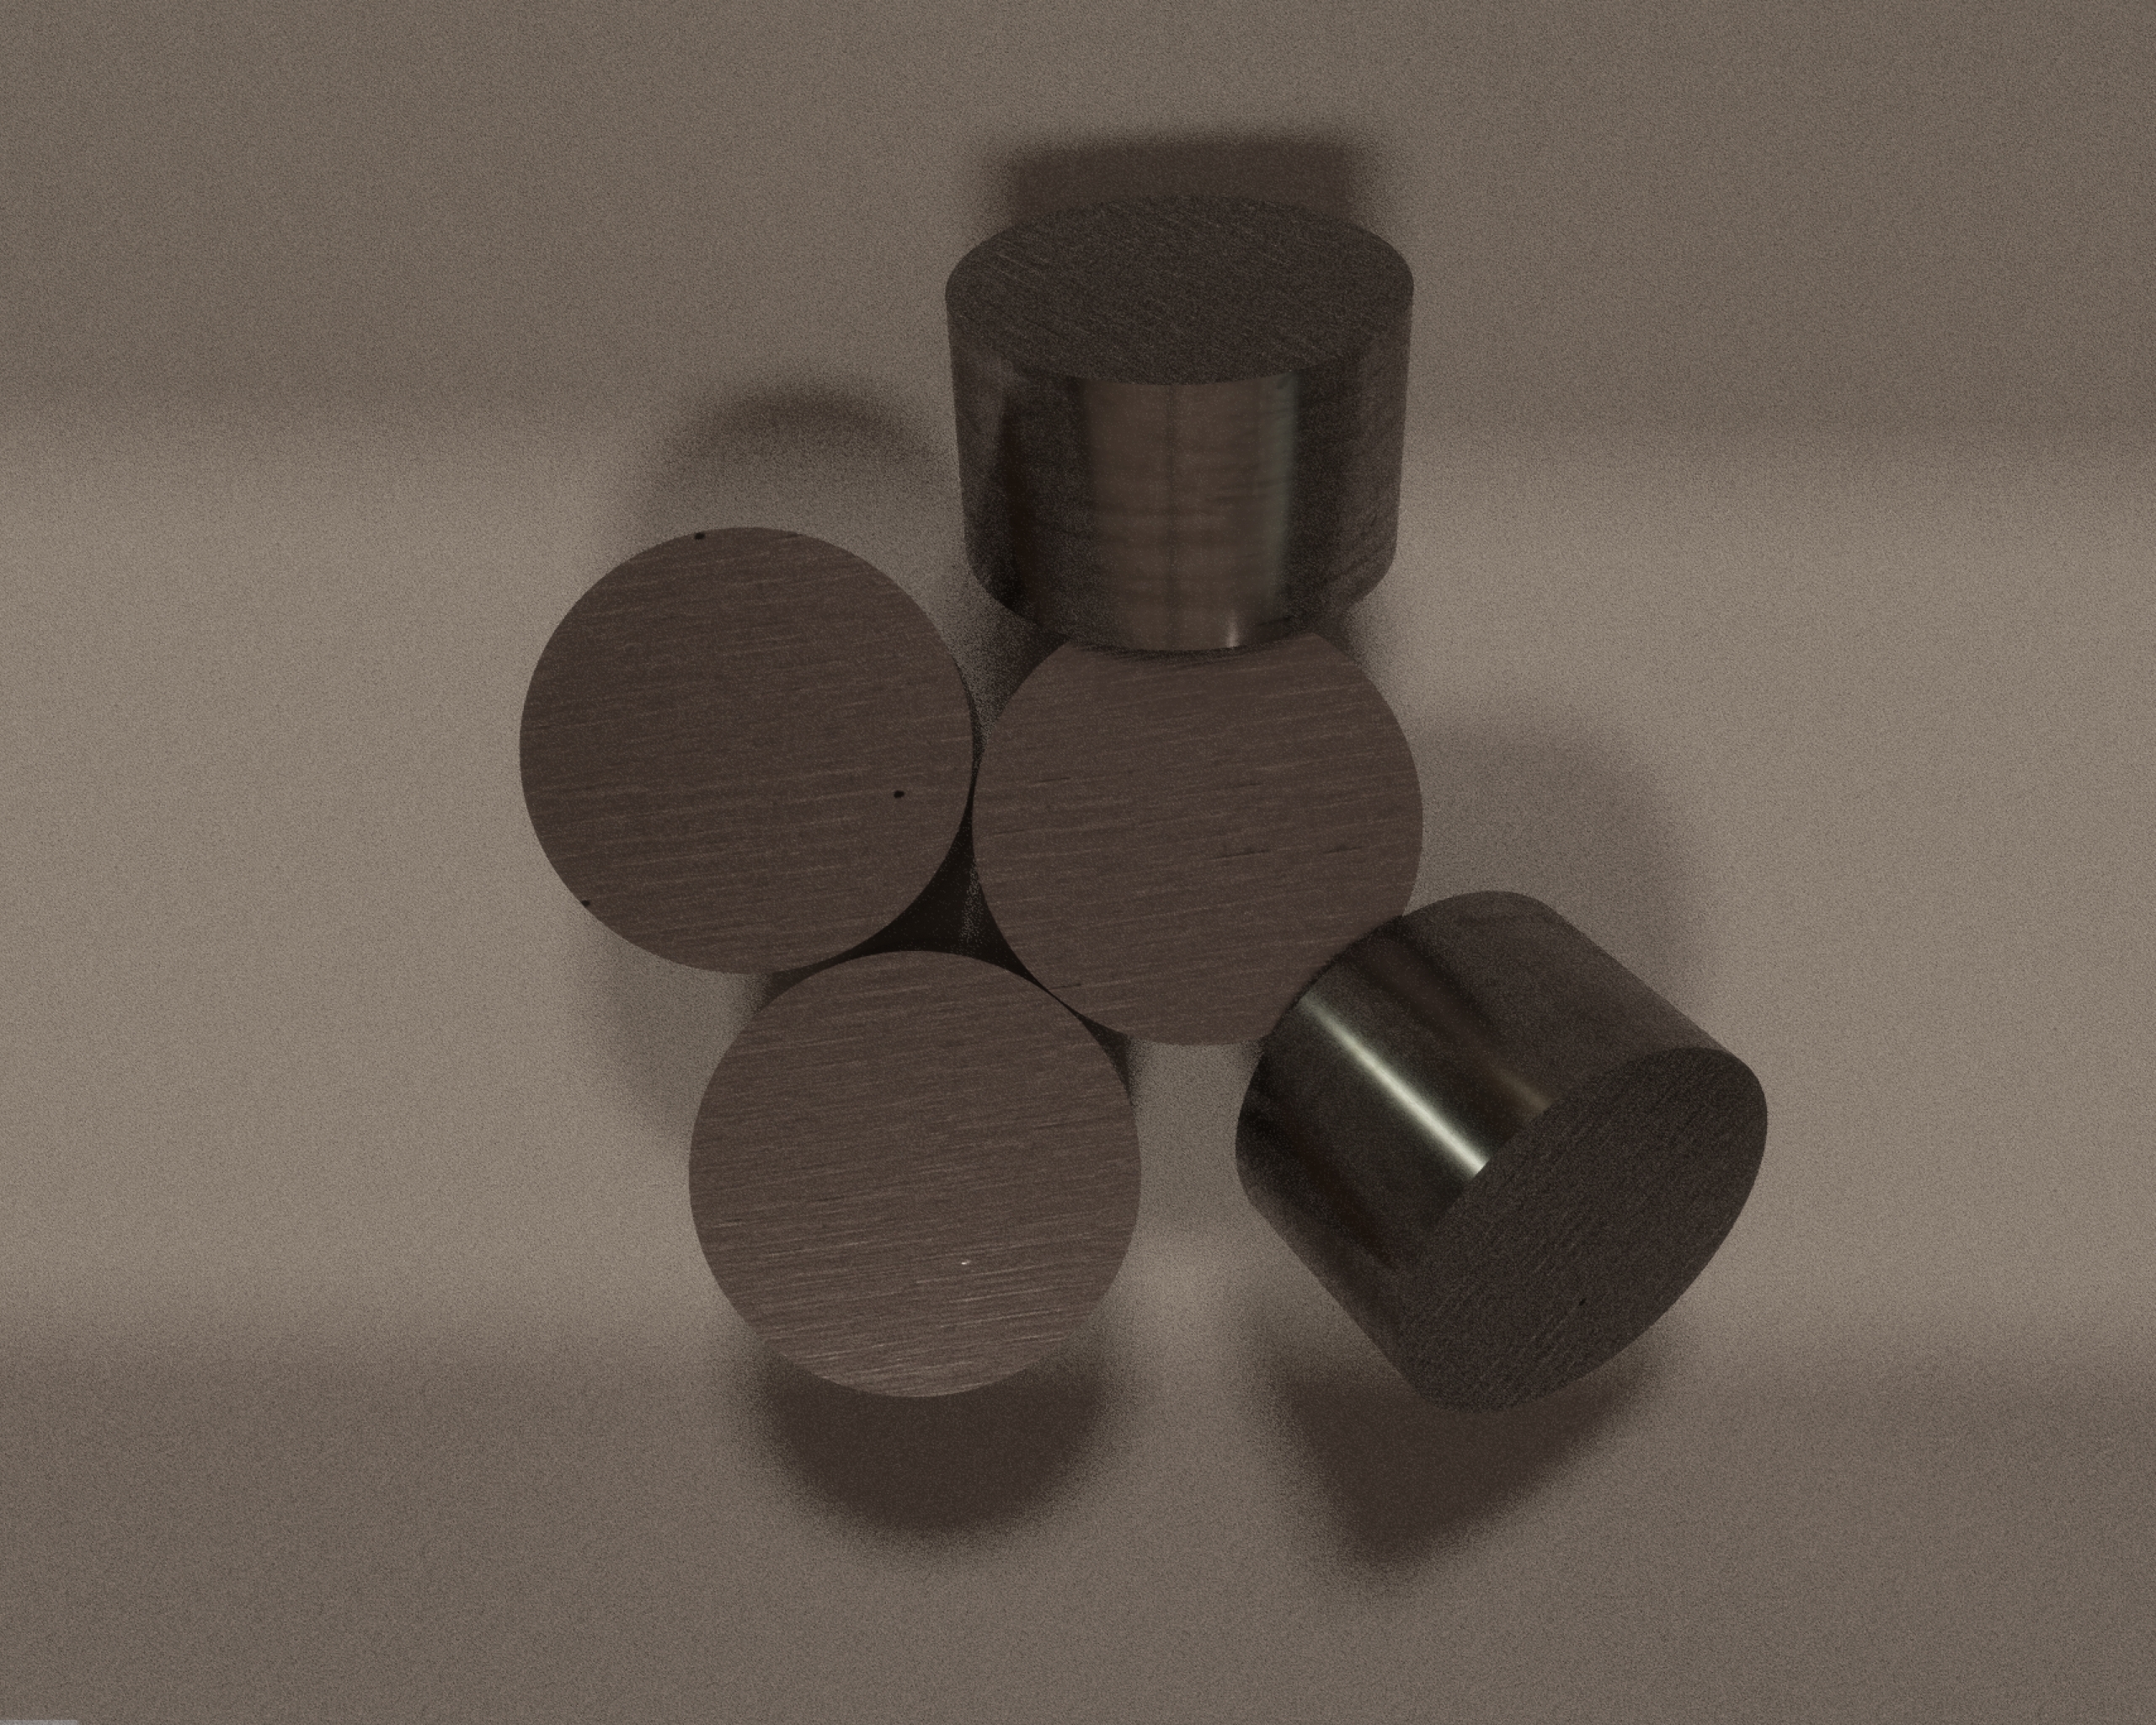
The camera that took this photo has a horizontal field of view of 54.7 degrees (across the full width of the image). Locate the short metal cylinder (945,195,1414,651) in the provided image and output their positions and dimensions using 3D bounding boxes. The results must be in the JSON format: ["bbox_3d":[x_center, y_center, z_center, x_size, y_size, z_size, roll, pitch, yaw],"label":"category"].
[{"bbox_3d":[0.018,-0.081,0.375,0.081,0.080,0.050,-3,129,-1],"label":"short metal cylinder"}]

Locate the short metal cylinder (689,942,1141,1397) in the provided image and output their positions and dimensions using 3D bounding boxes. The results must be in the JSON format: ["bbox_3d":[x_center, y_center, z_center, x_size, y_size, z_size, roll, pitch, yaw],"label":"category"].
[{"bbox_3d":[-0.029,0.055,0.397,0.081,0.050,0.079,0,90,-1],"label":"short metal cylinder"}]

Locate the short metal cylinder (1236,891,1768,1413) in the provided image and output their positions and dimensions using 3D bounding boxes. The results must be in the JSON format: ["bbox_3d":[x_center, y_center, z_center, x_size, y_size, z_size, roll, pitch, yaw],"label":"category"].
[{"bbox_3d":[0.076,0.052,0.378,0.081,0.050,0.079,-18,129,-23],"label":"short metal cylinder"}]

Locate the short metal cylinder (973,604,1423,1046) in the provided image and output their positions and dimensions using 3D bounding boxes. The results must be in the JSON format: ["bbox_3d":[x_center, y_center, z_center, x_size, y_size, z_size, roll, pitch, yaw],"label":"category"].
[{"bbox_3d":[0.021,-0.007,0.397,0.081,0.050,0.079,0,90,-1],"label":"short metal cylinder"}]

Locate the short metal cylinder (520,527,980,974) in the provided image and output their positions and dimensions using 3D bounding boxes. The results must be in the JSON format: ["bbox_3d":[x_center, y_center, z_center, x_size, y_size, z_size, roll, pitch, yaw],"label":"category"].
[{"bbox_3d":[-0.059,-0.020,0.396,0.081,0.050,0.079,0,90,-1],"label":"short metal cylinder"}]
